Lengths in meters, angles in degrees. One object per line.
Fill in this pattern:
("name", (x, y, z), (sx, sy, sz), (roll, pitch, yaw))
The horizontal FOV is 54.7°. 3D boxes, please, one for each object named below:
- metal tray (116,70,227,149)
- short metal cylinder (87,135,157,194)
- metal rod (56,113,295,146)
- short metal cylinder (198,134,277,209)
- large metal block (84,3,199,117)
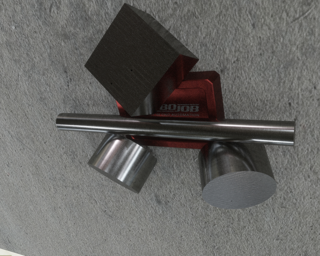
("metal tray", (0.012, -0.021, 0.386), (0.130, 0.030, 0.089), (2, 120, 27))
("short metal cylinder", (-0.051, 0.048, 0.425), (0.080, 0.050, 0.080), (28, 163, 9))
("metal rod", (-0.003, -0.002, 0.370), (0.300, 0.025, 0.025), (3, 120, 26))
("short metal cylinder", (0.087, 0.052, 0.357), (0.081, 0.050, 0.080), (-1, 137, 0))
("large metal block", (-0.020, -0.070, 0.332), (0.080, 0.050, 0.080), (47, 114, 16))
